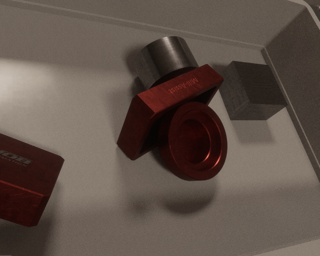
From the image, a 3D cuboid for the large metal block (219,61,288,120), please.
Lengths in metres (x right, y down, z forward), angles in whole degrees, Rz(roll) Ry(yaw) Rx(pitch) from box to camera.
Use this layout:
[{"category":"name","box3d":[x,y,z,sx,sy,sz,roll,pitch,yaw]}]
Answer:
[{"category":"large metal block","box3d":[0.148,-0.059,0.508,0.081,0.050,0.080,-1,62,-29]}]

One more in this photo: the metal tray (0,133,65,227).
[{"category":"metal tray","box3d":[-0.156,0.030,0.265,0.131,0.030,0.090,24,9,-15]}]

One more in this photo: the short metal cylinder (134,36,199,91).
[{"category":"short metal cylinder","box3d":[0.010,-0.080,0.426,0.081,0.080,0.050,-11,68,-33]}]

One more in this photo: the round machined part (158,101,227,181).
[{"category":"round machined part","box3d":[0.037,0.018,0.392,0.099,0.042,0.098,9,74,-36]}]

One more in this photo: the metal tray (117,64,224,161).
[{"category":"metal tray","box3d":[0.014,-0.021,0.382,0.131,0.089,0.030,-29,68,-38]}]
